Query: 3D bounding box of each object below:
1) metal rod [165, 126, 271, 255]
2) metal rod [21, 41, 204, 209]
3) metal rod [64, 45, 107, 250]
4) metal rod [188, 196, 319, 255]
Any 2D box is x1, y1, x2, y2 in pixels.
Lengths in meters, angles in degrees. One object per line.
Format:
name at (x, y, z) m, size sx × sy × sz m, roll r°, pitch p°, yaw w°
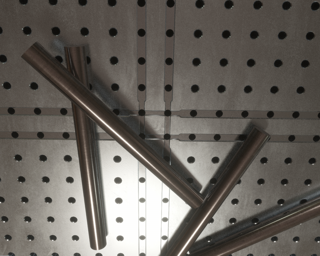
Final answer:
metal rod at (0.066, 0.127, 0.461) m, size 0.025 × 0.025 × 0.298 m, roll 27°, pitch 108°, yaw -10°
metal rod at (-0.045, 0.010, 0.398) m, size 0.025 × 0.025 × 0.300 m, roll -40°, pitch 112°, yaw 13°
metal rod at (-0.099, 0.040, 0.426) m, size 0.025 × 0.025 × 0.298 m, roll -2°, pitch 110°, yaw 0°
metal rod at (0.182, 0.144, 0.469) m, size 0.301 × 0.025 × 0.025 m, roll -28°, pitch 108°, yaw 9°
